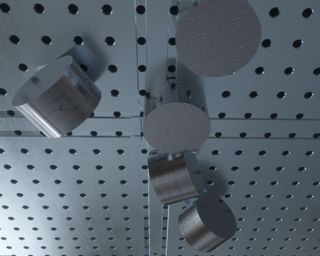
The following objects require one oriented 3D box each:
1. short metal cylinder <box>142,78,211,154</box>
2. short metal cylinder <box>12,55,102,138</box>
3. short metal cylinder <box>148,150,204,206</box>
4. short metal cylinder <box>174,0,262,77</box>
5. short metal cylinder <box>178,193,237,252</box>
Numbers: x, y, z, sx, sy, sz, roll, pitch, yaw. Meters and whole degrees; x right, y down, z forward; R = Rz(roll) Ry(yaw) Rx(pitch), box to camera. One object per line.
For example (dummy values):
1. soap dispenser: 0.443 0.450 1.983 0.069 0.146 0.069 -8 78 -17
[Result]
1. short metal cylinder: 0.020 -0.014 0.383 0.081 0.050 0.079 0 130 0
2. short metal cylinder: -0.113 -0.035 0.344 0.080 0.080 0.050 -23 126 18
3. short metal cylinder: 0.023 0.061 0.428 0.050 0.080 0.080 -19 128 16
4. short metal cylinder: 0.055 -0.099 0.312 0.081 0.050 0.079 0 130 0
5. short metal cylinder: 0.078 0.154 0.507 0.080 0.080 0.050 25 126 -20
